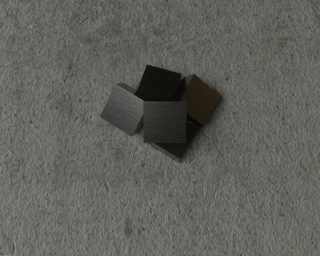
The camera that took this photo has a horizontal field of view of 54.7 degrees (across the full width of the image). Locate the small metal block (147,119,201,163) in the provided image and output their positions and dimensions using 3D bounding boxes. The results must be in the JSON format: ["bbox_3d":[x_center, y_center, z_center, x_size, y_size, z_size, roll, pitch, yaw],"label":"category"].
[{"bbox_3d":[0.017,0.010,0.406,0.050,0.025,0.050,31,73,10],"label":"small metal block"}]

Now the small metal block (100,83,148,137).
[{"bbox_3d":[-0.042,-0.025,0.406,0.050,0.025,0.050,32,109,9],"label":"small metal block"}]

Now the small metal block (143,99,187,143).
[{"bbox_3d":[0.006,-0.009,0.374,0.050,0.025,0.050,0,103,0],"label":"small metal block"}]

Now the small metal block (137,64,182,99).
[{"bbox_3d":[-0.002,-0.055,0.430,0.050,0.025,0.050,16,71,5],"label":"small metal block"}]

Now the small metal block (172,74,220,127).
[{"bbox_3d":[0.045,-0.035,0.411,0.050,0.025,0.050,37,71,-23],"label":"small metal block"}]
